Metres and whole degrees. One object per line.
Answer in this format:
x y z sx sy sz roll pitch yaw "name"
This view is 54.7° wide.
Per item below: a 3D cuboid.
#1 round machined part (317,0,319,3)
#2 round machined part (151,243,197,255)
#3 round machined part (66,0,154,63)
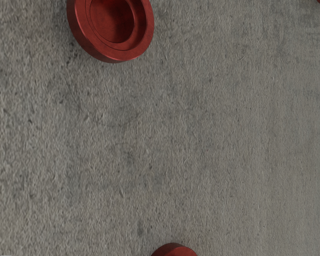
0.393 -0.331 0.722 0.099 0.042 0.097 0 90 -40 "round machined part"
0.023 0.209 0.413 0.099 0.042 0.097 0 90 -40 "round machined part"
-0.057 -0.121 0.345 0.099 0.042 0.097 0 90 -40 "round machined part"
